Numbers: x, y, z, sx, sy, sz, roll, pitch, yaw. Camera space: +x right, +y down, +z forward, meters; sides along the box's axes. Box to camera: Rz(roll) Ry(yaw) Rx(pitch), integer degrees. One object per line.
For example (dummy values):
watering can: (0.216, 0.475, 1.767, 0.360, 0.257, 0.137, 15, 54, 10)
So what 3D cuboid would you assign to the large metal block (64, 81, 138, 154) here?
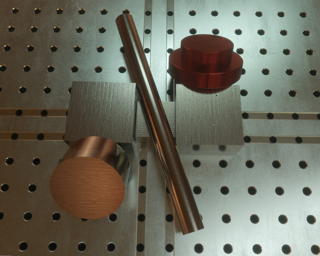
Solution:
large metal block: (-0.072, -0.013, 0.403, 0.081, 0.050, 0.080, 2, 70, 0)

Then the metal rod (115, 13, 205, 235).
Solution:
metal rod: (-0.007, -0.020, 0.391, 0.025, 0.025, 0.299, -16, 71, -6)

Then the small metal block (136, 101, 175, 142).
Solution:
small metal block: (-0.006, -0.008, 0.415, 0.050, 0.025, 0.050, 1, 70, 0)

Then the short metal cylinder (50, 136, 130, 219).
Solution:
short metal cylinder: (-0.077, 0.056, 0.355, 0.080, 0.050, 0.079, 0, 113, 1)

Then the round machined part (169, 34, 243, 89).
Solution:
round machined part: (0.061, -0.094, 0.411, 0.099, 0.042, 0.098, 1, 35, 0)

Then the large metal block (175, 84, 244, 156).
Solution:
large metal block: (0.060, -0.009, 0.403, 0.081, 0.050, 0.080, 1, 70, 0)
